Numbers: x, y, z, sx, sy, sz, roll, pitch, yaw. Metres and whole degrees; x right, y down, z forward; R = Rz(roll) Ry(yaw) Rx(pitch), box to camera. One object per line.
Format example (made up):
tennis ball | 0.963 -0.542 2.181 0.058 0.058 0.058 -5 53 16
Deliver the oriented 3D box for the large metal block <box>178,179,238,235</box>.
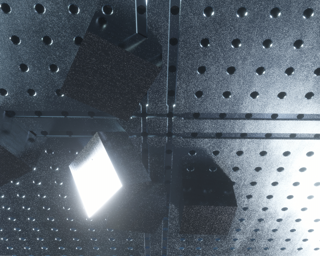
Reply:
large metal block | 0.074 0.130 0.506 0.080 0.050 0.080 2 130 -2

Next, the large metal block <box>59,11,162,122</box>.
large metal block | -0.052 -0.065 0.340 0.080 0.050 0.080 24 126 -19

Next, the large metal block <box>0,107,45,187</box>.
large metal block | -0.221 0.030 0.418 0.080 0.050 0.080 -26 126 20

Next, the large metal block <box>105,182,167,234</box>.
large metal block | -0.039 0.125 0.493 0.080 0.050 0.080 10 139 -9

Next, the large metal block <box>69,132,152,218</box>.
large metal block | -0.069 0.061 0.417 0.050 0.080 0.080 1 141 -49
